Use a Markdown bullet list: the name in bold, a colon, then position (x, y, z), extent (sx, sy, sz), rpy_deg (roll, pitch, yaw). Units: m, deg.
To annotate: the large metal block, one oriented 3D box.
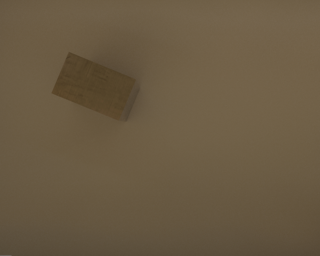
- **large metal block**: position (-0.074, -0.046, 0.383), extent (0.080, 0.080, 0.050), rpy_deg (22, 90, -1)
